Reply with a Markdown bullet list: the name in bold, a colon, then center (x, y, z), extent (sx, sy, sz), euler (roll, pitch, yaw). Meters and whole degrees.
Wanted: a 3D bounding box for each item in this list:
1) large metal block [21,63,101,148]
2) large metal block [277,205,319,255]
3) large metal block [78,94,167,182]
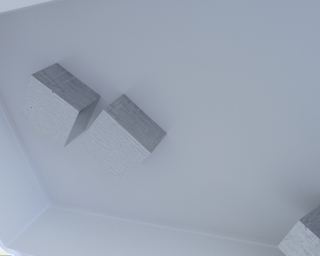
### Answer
- **large metal block**: center (-0.144, -0.032, 0.446), extent (0.080, 0.050, 0.080), euler (37, 129, 2)
- **large metal block**: center (0.192, 0.129, 0.333), extent (0.080, 0.081, 0.050), euler (46, 136, 34)
- **large metal block**: center (-0.052, 0.014, 0.427), extent (0.080, 0.050, 0.080), euler (43, 129, -2)
